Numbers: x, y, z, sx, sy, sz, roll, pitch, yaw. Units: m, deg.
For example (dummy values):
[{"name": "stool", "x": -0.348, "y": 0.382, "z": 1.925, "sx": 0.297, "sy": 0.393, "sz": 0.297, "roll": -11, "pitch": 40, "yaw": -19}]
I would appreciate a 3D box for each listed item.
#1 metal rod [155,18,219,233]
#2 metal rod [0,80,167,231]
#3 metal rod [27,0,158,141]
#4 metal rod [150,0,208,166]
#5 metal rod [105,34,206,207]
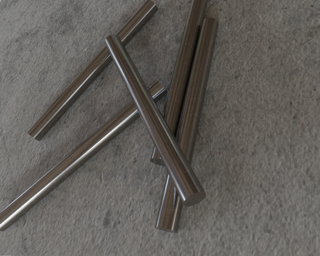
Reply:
[{"name": "metal rod", "x": 0.041, "y": -0.022, "z": 0.395, "sx": 0.025, "sy": 0.025, "sz": 0.300, "roll": 0, "pitch": 62, "yaw": 28}, {"name": "metal rod", "x": -0.112, "y": 0.039, "z": 0.436, "sx": 0.300, "sy": 0.025, "sz": 0.025, "roll": -40, "pitch": 51, "yaw": 0}, {"name": "metal rod", "x": -0.109, "y": -0.100, "z": 0.520, "sx": 0.025, "sy": 0.025, "sz": 0.300, "roll": 34, "pitch": 80, "yaw": 38}, {"name": "metal rod", "x": 0.034, "y": -0.090, "z": 0.439, "sx": 0.025, "sy": 0.025, "sz": 0.300, "roll": 0, "pitch": 62, "yaw": 28}, {"name": "metal rod", "x": -0.020, "y": -0.033, "z": 0.400, "sx": 0.025, "sy": 0.025, "sz": 0.300, "roll": -33, "pitch": 52, "yaw": 6}]
